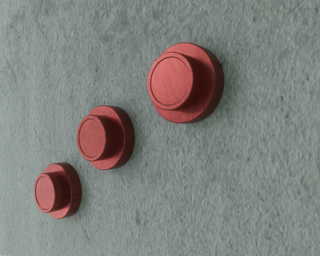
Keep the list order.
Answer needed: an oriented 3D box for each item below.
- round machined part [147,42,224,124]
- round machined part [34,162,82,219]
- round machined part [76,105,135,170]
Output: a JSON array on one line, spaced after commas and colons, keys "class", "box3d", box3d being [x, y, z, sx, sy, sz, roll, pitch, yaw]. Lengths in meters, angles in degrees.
[{"class": "round machined part", "box3d": [0.023, -0.054, 0.373, 0.098, 0.042, 0.097, 0, 90, 39]}, {"class": "round machined part", "box3d": [-0.184, 0.111, 0.543, 0.098, 0.042, 0.097, 0, 90, 39]}, {"class": "round machined part", "box3d": [-0.088, 0.015, 0.464, 0.098, 0.042, 0.097, 0, 90, 39]}]
